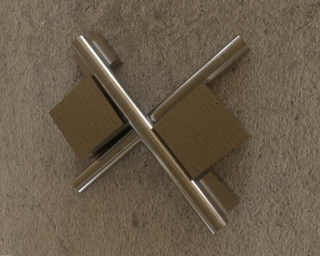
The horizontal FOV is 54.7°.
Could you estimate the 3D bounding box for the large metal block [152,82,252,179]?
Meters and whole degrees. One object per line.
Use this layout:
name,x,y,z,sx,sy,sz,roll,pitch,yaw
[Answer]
large metal block,0.052,0.003,0.378,0.080,0.050,0.080,-41,77,15

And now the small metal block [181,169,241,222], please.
small metal block,0.064,0.087,0.388,0.050,0.025,0.050,-45,76,14

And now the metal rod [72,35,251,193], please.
metal rod,-0.008,-0.010,0.414,0.299,0.025,0.025,-40,77,15

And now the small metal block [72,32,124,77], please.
small metal block,-0.089,-0.098,0.442,0.050,0.025,0.050,-39,78,15

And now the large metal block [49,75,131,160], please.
large metal block,-0.090,-0.014,0.427,0.080,0.050,0.080,-39,78,16

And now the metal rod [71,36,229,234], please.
metal rod,-0.020,-0.001,0.390,0.025,0.025,0.300,-41,77,15
